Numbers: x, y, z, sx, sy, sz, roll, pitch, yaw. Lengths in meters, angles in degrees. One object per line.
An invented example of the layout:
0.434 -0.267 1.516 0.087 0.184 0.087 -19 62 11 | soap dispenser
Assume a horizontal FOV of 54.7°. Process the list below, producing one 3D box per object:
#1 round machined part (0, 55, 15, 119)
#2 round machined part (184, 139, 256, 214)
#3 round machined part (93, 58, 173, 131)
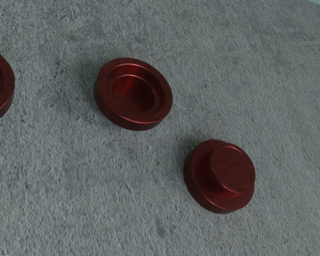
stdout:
-0.200 -0.038 0.309 0.099 0.042 0.098 14 56 -21 | round machined part
0.084 0.058 0.402 0.099 0.042 0.098 14 56 -21 | round machined part
-0.037 -0.039 0.396 0.099 0.042 0.098 14 56 -21 | round machined part
